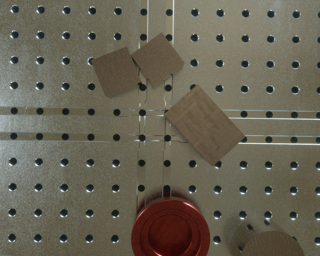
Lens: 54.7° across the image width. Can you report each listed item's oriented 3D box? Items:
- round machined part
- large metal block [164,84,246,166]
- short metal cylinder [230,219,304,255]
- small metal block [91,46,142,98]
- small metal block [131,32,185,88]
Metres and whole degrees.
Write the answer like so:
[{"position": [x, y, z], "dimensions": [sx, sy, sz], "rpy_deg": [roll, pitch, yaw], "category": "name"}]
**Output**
[{"position": [0.013, 0.138, 0.405], "dimensions": [0.099, 0.042, 0.097], "rpy_deg": [0, 90, -1], "category": "round machined part"}, {"position": [0.050, -0.003, 0.387], "dimensions": [0.050, 0.080, 0.080], "rpy_deg": [-42, 91, 0], "category": "large metal block"}, {"position": [0.137, 0.165, 0.403], "dimensions": [0.081, 0.050, 0.079], "rpy_deg": [0, 90, -1], "category": "short metal cylinder"}, {"position": [-0.057, -0.074, 0.413], "dimensions": [0.050, 0.025, 0.050], "rpy_deg": [-22, 90, 0], "category": "small metal block"}, {"position": [-0.003, -0.089, 0.413], "dimensions": [0.050, 0.025, 0.050], "rpy_deg": [-37, 91, -1], "category": "small metal block"}]
